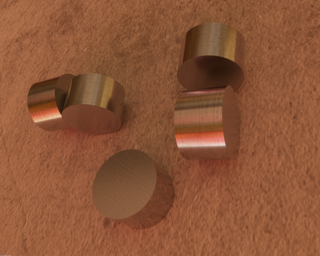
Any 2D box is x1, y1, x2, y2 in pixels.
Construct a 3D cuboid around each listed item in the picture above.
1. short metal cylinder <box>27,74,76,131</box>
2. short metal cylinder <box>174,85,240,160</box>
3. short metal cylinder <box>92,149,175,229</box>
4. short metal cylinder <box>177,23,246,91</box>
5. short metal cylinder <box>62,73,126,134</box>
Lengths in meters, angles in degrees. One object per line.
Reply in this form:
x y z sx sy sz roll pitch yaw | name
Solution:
-0.150 -0.038 0.468 0.050 0.080 0.080 -10 58 23 | short metal cylinder
0.055 -0.004 0.342 0.050 0.080 0.080 -4 60 26 | short metal cylinder
-0.030 0.071 0.359 0.080 0.050 0.080 -13 56 20 | short metal cylinder
0.064 -0.083 0.385 0.080 0.080 0.050 -5 60 25 | short metal cylinder
-0.091 -0.032 0.434 0.080 0.080 0.050 -10 58 22 | short metal cylinder
